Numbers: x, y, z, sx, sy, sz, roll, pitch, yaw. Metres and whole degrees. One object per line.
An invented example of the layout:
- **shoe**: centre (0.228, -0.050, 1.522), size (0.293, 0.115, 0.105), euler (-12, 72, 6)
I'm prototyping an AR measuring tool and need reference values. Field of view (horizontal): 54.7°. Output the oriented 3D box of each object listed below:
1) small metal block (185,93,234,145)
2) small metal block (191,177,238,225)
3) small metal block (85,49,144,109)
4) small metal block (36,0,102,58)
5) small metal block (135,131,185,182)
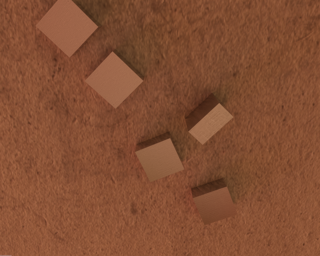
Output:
- **small metal block**: centre (0.060, -0.013, 0.393), size (0.025, 0.050, 0.050), euler (42, 104, -14)
- **small metal block**: centre (0.079, 0.107, 0.450), size (0.050, 0.025, 0.050), euler (-21, 109, 7)
- **small metal block**: centre (-0.056, -0.061, 0.386), size (0.050, 0.025, 0.050), euler (-43, 105, 14)
- **small metal block**: centre (-0.106, -0.120, 0.364), size (0.050, 0.025, 0.050), euler (-42, 105, 13)
- **small metal block**: centre (0.000, 0.039, 0.424), size (0.050, 0.025, 0.050), euler (-22, 109, 7)
